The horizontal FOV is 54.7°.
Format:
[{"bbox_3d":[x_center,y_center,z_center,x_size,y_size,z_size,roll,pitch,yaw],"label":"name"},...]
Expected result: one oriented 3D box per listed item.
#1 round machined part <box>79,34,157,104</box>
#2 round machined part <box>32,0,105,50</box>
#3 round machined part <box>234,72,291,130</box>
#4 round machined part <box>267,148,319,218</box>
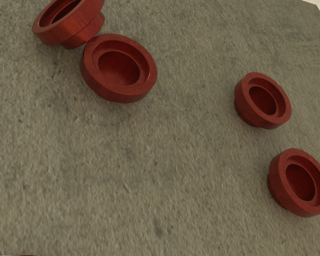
[{"bbox_3d":[-0.057,-0.073,0.408,0.099,0.042,0.098,14,56,-21],"label":"round machined part"},{"bbox_3d":[-0.110,-0.139,0.396,0.042,0.098,0.098,51,39,-42],"label":"round machined part"},{"bbox_3d":[0.162,-0.040,0.507,0.099,0.042,0.098,14,56,-21],"label":"round machined part"},{"bbox_3d":[0.197,0.082,0.452,0.099,0.042,0.098,14,56,-21],"label":"round machined part"}]
